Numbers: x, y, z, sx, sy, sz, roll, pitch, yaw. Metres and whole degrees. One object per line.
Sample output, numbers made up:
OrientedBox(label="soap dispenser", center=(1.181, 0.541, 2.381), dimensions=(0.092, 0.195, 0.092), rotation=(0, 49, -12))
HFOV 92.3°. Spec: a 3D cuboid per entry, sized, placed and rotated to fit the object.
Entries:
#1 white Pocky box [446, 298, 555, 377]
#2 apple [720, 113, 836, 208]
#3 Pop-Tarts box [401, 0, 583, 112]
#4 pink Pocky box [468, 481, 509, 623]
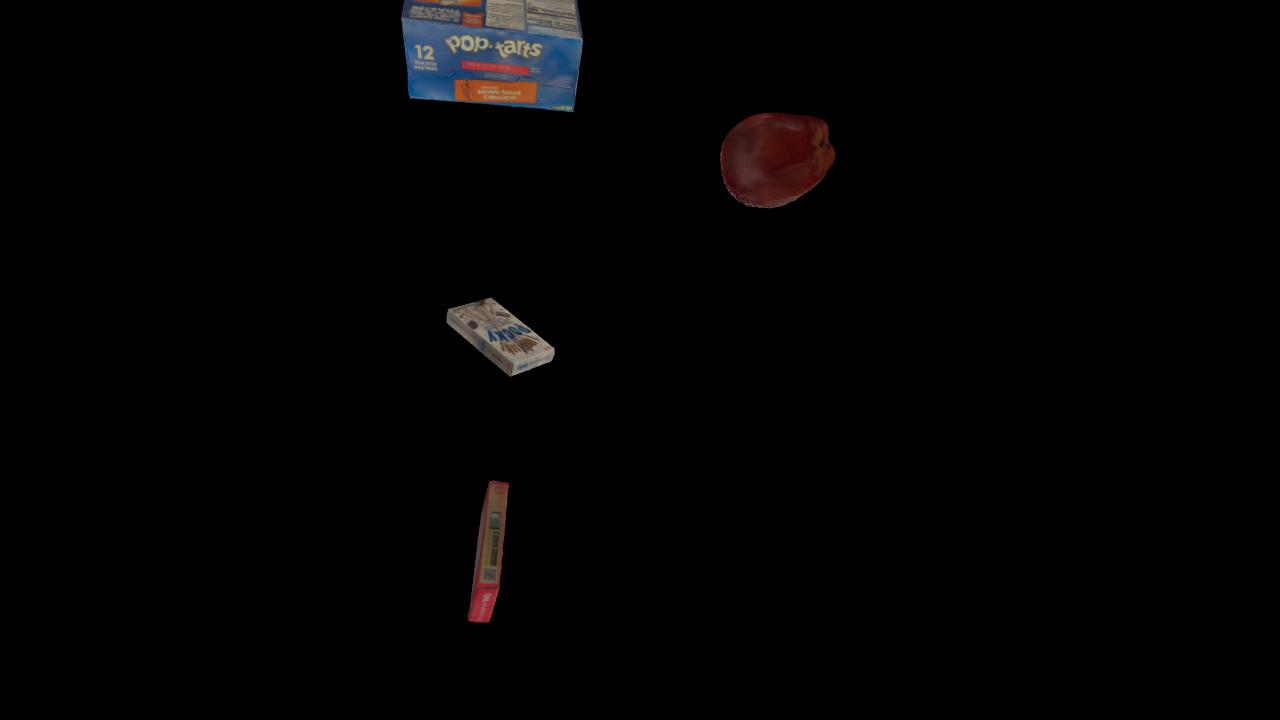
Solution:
OrientedBox(label="white Pocky box", center=(-0.209, -0.037, 0.918), dimensions=(0.154, 0.028, 0.084), rotation=(37, 37, 25))
OrientedBox(label="apple", center=(0.112, -0.169, 0.516), dimensions=(0.079, 0.079, 0.093), rotation=(0, 1, -45))
OrientedBox(label="Pop-Tarts box", center=(-0.151, -0.338, 0.640), dimensions=(0.167, 0.141, 0.083), rotation=(-1, -37, -12))
OrientedBox(label="pink Pocky box", center=(-0.192, 0.241, 0.783), dimensions=(0.029, 0.084, 0.155), rotation=(10, 39, -15))
